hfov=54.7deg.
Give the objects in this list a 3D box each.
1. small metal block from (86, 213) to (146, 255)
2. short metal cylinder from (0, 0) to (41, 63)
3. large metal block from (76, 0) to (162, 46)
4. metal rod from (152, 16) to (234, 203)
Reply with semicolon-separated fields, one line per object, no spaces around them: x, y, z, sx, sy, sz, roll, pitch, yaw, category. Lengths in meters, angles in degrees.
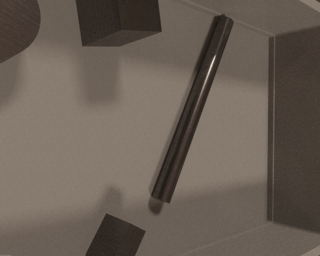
-0.050;0.130;0.350;0.025;0.050;0.050;40;66;-33;small metal block
-0.151;-0.096;0.264;0.081;0.050;0.079;0;90;-40;short metal cylinder
-0.048;-0.135;0.332;0.050;0.080;0.079;-12;98;-40;large metal block
0.054;-0.038;0.453;0.025;0.025;0.299;34;69;-35;metal rod
